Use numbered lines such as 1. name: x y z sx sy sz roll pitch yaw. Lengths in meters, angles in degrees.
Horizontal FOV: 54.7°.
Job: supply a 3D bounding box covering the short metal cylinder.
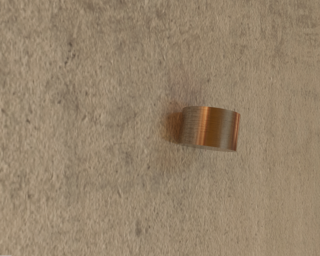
1. short metal cylinder: 0.068 0.003 0.428 0.081 0.080 0.050 13 82 -40
